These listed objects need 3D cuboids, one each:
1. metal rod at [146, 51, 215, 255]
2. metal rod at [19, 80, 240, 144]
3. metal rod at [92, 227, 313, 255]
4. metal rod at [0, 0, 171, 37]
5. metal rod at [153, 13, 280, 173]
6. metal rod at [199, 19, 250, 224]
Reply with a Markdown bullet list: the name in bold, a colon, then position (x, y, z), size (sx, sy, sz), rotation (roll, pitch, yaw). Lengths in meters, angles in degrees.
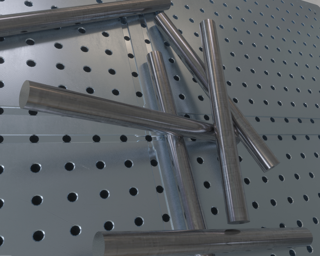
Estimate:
- **metal rod**: position (0.021, 0.023, 0.404), size (0.025, 0.025, 0.299), rotation (1, 61, -28)
- **metal rod**: position (-0.003, -0.007, 0.361), size (0.302, 0.025, 0.025), rotation (11, 56, -41)
- **metal rod**: position (0.073, 0.124, 0.341), size (0.302, 0.025, 0.025), rotation (11, 57, -33)
- **metal rod**: position (-0.099, -0.169, 0.457), size (0.302, 0.025, 0.025), rotation (-25, 76, -37)
- **metal rod**: position (0.074, -0.065, 0.463), size (0.025, 0.025, 0.299), rotation (-16, 63, -34)
- **metal rod**: position (0.081, -0.027, 0.415), size (0.025, 0.025, 0.299), rotation (10, 60, -23)
